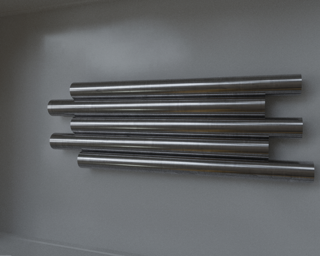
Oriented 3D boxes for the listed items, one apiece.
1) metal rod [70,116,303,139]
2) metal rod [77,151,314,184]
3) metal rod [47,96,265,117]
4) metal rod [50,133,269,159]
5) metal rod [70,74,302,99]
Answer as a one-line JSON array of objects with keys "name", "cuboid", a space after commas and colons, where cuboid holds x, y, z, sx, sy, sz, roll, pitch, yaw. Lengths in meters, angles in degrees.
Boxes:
[{"name": "metal rod", "cuboid": [0.019, -0.002, 0.402, 0.301, 0.025, 0.025, 1, 90, 19]}, {"name": "metal rod", "cuboid": [0.030, 0.048, 0.398, 0.301, 0.025, 0.025, 1, 90, 19]}, {"name": "metal rod", "cuboid": [-0.018, -0.028, 0.414, 0.301, 0.025, 0.025, 1, 90, 19]}, {"name": "metal rod", "cuboid": [-0.014, 0.022, 0.413, 0.301, 0.025, 0.025, 1, 90, 19]}, {"name": "metal rod", "cuboid": [0.018, -0.052, 0.402, 0.301, 0.025, 0.025, 1, 90, 19]}]
